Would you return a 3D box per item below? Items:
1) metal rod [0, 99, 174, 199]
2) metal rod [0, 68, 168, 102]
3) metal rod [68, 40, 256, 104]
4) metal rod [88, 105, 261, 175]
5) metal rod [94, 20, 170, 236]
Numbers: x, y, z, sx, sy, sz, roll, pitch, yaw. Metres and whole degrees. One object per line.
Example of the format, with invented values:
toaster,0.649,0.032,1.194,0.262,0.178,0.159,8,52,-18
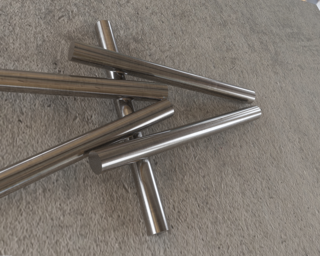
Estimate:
metal rod,-0.107,0.032,0.311,0.302,0.025,0.025,-26,76,-32
metal rod,-0.135,-0.050,0.346,0.303,0.025,0.025,2,61,-21
metal rod,0.023,-0.072,0.442,0.302,0.025,0.025,9,58,-31
metal rod,0.045,0.005,0.408,0.302,0.025,0.025,-15,70,-41
metal rod,-0.042,-0.017,0.394,0.025,0.025,0.299,-3,63,-30
